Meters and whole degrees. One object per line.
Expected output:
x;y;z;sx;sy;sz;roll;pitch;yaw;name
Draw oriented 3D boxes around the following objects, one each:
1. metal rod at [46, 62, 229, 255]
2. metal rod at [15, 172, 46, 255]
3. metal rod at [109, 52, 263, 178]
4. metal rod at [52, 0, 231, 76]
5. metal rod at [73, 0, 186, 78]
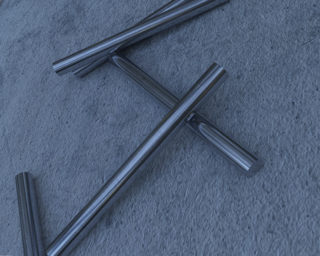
-0.028;0.042;0.371;0.300;0.025;0.025;-48;51;2;metal rod
-0.148;0.177;0.372;0.025;0.025;0.300;-34;51;6;metal rod
0.013;-0.036;0.419;0.025;0.025;0.300;-45;51;-3;metal rod
-0.034;-0.154;0.497;0.301;0.025;0.025;-22;53;7;metal rod
-0.020;-0.173;0.520;0.300;0.025;0.025;-31;52;8;metal rod
